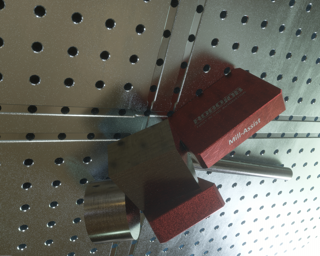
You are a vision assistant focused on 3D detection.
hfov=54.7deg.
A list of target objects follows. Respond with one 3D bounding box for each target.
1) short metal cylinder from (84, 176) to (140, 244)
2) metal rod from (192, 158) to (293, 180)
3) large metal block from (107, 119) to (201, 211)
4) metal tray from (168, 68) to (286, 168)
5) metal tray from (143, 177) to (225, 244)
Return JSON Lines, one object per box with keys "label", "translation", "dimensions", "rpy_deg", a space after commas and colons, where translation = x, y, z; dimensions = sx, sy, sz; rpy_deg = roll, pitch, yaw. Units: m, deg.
{"label": "short metal cylinder", "translation": [-0.059, 0.105, 0.400], "dimensions": [0.050, 0.080, 0.080], "rpy_deg": [-9, 126, 6]}
{"label": "metal rod", "translation": [0.122, 0.065, 0.517], "dimensions": [0.302, 0.025, 0.025], "rpy_deg": [11, 113, -33]}
{"label": "large metal block", "translation": [-0.007, 0.047, 0.375], "dimensions": [0.080, 0.050, 0.080], "rpy_deg": [-24, 131, 9]}
{"label": "metal tray", "translation": [0.082, -0.017, 0.402], "dimensions": [0.130, 0.090, 0.030], "rpy_deg": [-36, 129, -4]}
{"label": "metal tray", "translation": [0.022, 0.102, 0.422], "dimensions": [0.090, 0.130, 0.030], "rpy_deg": [-28, 93, -11]}
